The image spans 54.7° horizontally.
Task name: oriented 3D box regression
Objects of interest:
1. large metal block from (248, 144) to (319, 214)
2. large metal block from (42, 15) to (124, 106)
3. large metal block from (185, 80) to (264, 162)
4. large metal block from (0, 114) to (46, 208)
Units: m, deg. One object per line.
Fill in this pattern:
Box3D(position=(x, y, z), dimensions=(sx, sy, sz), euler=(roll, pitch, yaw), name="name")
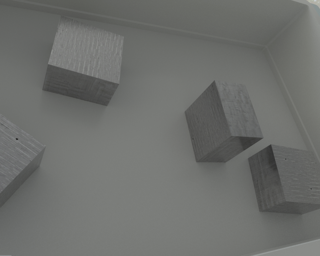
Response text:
Box3D(position=(0.181, 0.075, 0.441), dimensions=(0.081, 0.050, 0.080), euler=(10, 57, -23), name="large metal block")
Box3D(position=(-0.095, -0.083, 0.389), dimensions=(0.081, 0.050, 0.080), euler=(14, 56, -21), name="large metal block")
Box3D(position=(0.082, -0.006, 0.418), dimensions=(0.050, 0.080, 0.080), euler=(4, 60, -26), name="large metal block")
Box3D(position=(-0.167, 0.031, 0.281), dimensions=(0.080, 0.050, 0.080), euler=(37, 51, -4), name="large metal block")
